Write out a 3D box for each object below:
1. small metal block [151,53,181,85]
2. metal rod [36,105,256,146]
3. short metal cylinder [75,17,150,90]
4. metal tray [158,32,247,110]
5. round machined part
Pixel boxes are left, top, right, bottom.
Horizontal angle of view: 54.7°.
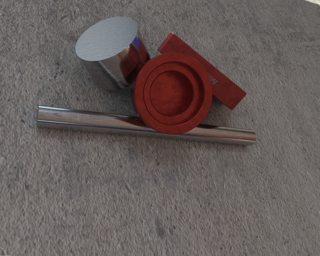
[{"bbox_3d":[-0.002,-0.069,0.428,0.050,0.050,0.025,21,54,-16],"label":"small metal block"},{"bbox_3d":[0.001,0.001,0.405,0.302,0.025,0.025,6,59,-25],"label":"metal rod"},{"bbox_3d":[-0.058,-0.094,0.390,0.080,0.050,0.080,-10,52,13],"label":"short metal cylinder"},{"bbox_3d":[0.061,-0.083,0.452,0.130,0.030,0.090,39,13,-2],"label":"metal tray"},{"bbox_3d":[0.012,-0.043,0.387,0.099,0.042,0.097,-2,97,-16],"label":"round machined part"}]
